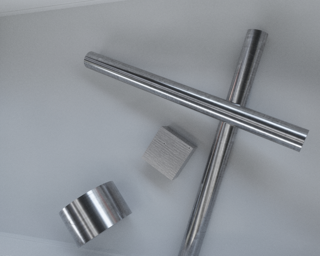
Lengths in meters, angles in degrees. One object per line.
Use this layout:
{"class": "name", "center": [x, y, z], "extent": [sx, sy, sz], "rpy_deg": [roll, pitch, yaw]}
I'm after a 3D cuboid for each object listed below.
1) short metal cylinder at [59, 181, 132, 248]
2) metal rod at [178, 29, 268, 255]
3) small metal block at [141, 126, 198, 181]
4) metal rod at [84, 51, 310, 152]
{"class": "short metal cylinder", "center": [-0.084, 0.113, 0.410], "extent": [0.080, 0.080, 0.050], "rpy_deg": [-37, 79, 16]}
{"class": "metal rod", "center": [0.075, 0.029, 0.383], "extent": [0.025, 0.025, 0.298], "rpy_deg": [18, 96, 19]}
{"class": "small metal block", "center": [0.012, 0.032, 0.405], "extent": [0.050, 0.025, 0.050], "rpy_deg": [35, 101, 16]}
{"class": "metal rod", "center": [0.024, -0.042, 0.382], "extent": [0.300, 0.025, 0.025], "rpy_deg": [24, 98, 25]}
